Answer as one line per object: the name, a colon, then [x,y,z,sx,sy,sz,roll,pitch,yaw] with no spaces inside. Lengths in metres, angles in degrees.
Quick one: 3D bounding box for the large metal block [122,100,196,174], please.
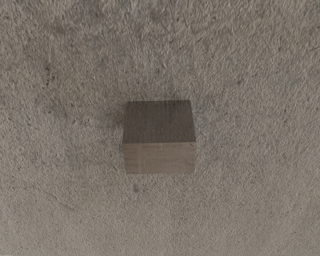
large metal block: [-0.001,0.009,0.381,0.081,0.080,0.050,-1,130,0]
